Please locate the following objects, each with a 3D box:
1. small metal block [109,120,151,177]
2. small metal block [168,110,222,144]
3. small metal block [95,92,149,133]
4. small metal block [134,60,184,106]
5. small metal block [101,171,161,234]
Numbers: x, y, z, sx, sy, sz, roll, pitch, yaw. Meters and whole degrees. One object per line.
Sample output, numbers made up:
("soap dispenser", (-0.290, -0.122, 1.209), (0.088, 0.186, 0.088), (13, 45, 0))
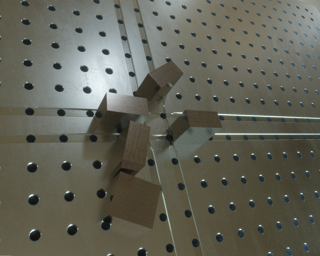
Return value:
("small metal block", (-0.035, 0.027, 0.358), (0.025, 0.050, 0.050), (19, 54, -18))
("small metal block", (0.047, 0.000, 0.419), (0.050, 0.050, 0.025), (2, 61, -28))
("small metal block", (-0.048, -0.016, 0.377), (0.050, 0.050, 0.025), (7, 59, -25))
("small metal block", (-0.002, -0.061, 0.430), (0.025, 0.050, 0.050), (49, 51, 5))
("small metal block", (-0.031, 0.083, 0.342), (0.050, 0.025, 0.050), (23, 53, -15))
